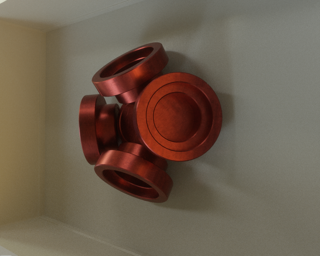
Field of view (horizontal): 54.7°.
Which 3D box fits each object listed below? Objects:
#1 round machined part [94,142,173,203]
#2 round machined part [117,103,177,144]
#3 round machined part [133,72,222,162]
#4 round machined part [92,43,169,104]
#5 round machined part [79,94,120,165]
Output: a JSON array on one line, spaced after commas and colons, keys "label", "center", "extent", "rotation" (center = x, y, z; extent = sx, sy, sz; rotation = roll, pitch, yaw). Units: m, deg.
[{"label": "round machined part", "center": [-0.029, 0.053, 0.391], "extent": [0.098, 0.098, 0.042], "rotation": [-2, 53, 39]}, {"label": "round machined part", "center": [-0.018, -0.007, 0.406], "extent": [0.098, 0.042, 0.097], "rotation": [0, 90, 39]}, {"label": "round machined part", "center": [0.017, -0.012, 0.354], "extent": [0.042, 0.099, 0.097], "rotation": [171, 97, -75]}, {"label": "round machined part", "center": [-0.033, -0.066, 0.394], "extent": [0.098, 0.098, 0.042], "rotation": [-5, 125, 39]}, {"label": "round machined part", "center": [-0.077, 0.001, 0.431], "extent": [0.042, 0.098, 0.097], "rotation": [-5, 86, 2]}]
